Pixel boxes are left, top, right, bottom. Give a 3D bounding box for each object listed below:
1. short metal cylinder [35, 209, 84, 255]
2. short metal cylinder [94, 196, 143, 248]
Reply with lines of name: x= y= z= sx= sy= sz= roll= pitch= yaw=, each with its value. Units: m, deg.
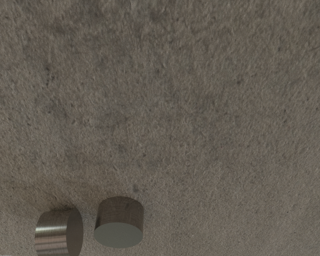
short metal cylinder: x=-0.167 y=0.180 z=0.522 sx=0.050 sy=0.080 sz=0.080 roll=-6 pitch=130 yaw=4
short metal cylinder: x=-0.068 y=0.161 z=0.527 sx=0.081 sy=0.050 sz=0.079 roll=0 pitch=130 yaw=0
